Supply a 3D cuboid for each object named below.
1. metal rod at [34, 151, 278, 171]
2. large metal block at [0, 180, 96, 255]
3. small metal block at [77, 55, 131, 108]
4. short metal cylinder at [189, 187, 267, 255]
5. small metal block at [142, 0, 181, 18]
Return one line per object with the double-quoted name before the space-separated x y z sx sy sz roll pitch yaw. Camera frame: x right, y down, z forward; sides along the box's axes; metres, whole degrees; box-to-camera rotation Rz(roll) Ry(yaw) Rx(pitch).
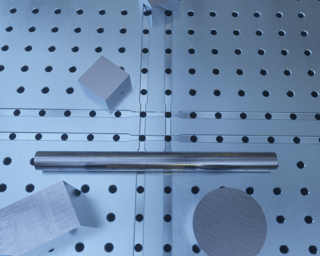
"metal rod" -0.005 0.042 0.396 0.302 0.025 0.025 0 70 -1
"large metal block" -0.125 0.105 0.343 0.080 0.080 0.050 -25 72 -9
"small metal block" -0.077 -0.065 0.435 0.050 0.025 0.050 36 74 12
"short metal cylinder" 0.075 0.113 0.358 0.081 0.050 0.080 0 70 0
"small metal block" -0.001 -0.208 0.488 0.050 0.025 0.050 -24 72 -9
